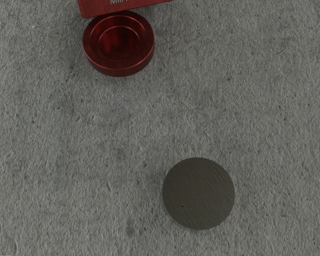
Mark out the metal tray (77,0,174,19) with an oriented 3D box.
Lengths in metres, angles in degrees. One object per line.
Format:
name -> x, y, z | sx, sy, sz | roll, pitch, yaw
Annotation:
metal tray -> -0.052, -0.194, 0.449 | 0.131, 0.030, 0.090 | -14, 31, -5

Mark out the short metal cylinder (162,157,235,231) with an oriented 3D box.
short metal cylinder -> 0.043, 0.080, 0.366 | 0.081, 0.050, 0.080 | 0, 70, 0

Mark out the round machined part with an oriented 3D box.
round machined part -> -0.057, -0.115, 0.441 | 0.099, 0.042, 0.098 | 0, 70, 0
